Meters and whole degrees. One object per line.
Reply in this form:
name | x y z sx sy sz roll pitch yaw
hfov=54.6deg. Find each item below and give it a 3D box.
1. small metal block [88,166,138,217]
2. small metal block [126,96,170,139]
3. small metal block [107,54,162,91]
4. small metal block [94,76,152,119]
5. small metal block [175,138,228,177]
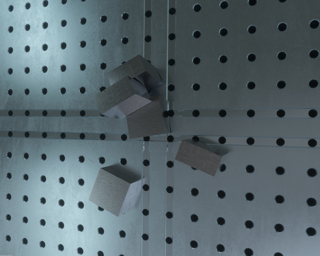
small metal block | -0.066 0.088 0.436 0.050 0.025 0.050 24 98 18
small metal block | -0.017 -0.014 0.419 0.050 0.025 0.050 -9 87 19
small metal block | -0.033 -0.066 0.409 0.050 0.050 0.025 -26 71 18
small metal block | -0.045 -0.036 0.389 0.050 0.050 0.025 -29 75 16
small metal block | 0.052 0.034 0.381 0.050 0.050 0.025 22 98 18
